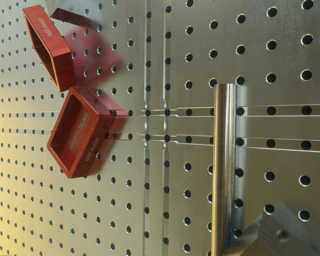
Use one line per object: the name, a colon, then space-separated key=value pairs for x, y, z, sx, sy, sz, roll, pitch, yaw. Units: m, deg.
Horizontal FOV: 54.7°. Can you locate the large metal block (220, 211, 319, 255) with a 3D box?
large metal block: x=0.103 y=0.142 z=0.292 sx=0.080 sy=0.050 sz=0.080 roll=38 pitch=115 yaw=11

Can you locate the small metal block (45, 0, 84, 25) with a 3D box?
small metal block: x=-0.164 y=-0.209 z=0.525 sx=0.025 sy=0.050 sz=0.050 roll=-31 pitch=71 yaw=35

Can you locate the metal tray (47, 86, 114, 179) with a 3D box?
metal tray: x=-0.136 y=0.008 z=0.515 sx=0.090 sy=0.030 sz=0.129 roll=43 pitch=116 yaw=31

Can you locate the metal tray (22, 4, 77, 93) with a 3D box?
metal tray: x=-0.187 y=-0.135 z=0.527 sx=0.130 sy=0.030 sz=0.089 roll=53 pitch=154 yaw=26

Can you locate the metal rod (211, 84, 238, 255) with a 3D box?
metal rod: x=0.071 y=0.101 z=0.349 sx=0.025 sy=0.025 sz=0.298 roll=2 pitch=91 yaw=39
